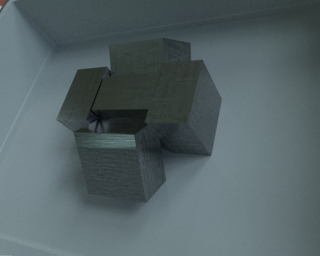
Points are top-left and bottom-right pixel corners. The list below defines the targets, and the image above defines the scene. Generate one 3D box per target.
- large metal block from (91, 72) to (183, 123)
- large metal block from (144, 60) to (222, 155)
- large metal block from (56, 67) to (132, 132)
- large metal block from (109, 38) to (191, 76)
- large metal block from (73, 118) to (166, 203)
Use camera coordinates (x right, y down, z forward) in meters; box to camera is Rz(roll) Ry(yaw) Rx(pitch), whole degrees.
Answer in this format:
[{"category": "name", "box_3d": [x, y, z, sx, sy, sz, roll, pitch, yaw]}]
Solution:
[{"category": "large metal block", "box_3d": [-0.025, -0.025, 0.397, 0.080, 0.080, 0.050, 1, 62, 28]}, {"category": "large metal block", "box_3d": [0.032, -0.022, 0.366, 0.050, 0.080, 0.080, 1, 62, 29]}, {"category": "large metal block", "box_3d": [-0.084, -0.027, 0.430, 0.050, 0.080, 0.080, 1, 62, 29]}, {"category": "large metal block", "box_3d": [-0.010, -0.089, 0.422, 0.080, 0.080, 0.050, 2, 100, 29]}, {"category": "large metal block", "box_3d": [-0.045, 0.034, 0.363, 0.080, 0.079, 0.050, 1, 21, 27]}]
